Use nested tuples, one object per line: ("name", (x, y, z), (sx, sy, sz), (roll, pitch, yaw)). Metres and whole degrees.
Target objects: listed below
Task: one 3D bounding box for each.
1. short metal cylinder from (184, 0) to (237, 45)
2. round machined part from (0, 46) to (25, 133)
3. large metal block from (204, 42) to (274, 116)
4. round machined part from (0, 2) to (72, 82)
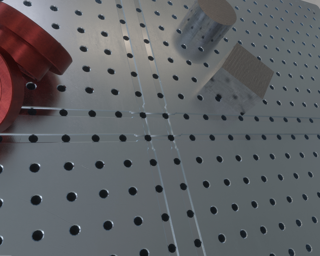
("short metal cylinder", (0.090, -0.199, 0.562), (0.081, 0.050, 0.080), (14, 56, -21))
("round machined part", (-0.179, -0.038, 0.302), (0.099, 0.042, 0.097), (0, 95, 3))
("large metal block", (0.132, -0.082, 0.513), (0.080, 0.050, 0.080), (38, 51, -3))
("round machined part", (-0.151, -0.088, 0.343), (0.098, 0.098, 0.042), (34, 80, -6))
